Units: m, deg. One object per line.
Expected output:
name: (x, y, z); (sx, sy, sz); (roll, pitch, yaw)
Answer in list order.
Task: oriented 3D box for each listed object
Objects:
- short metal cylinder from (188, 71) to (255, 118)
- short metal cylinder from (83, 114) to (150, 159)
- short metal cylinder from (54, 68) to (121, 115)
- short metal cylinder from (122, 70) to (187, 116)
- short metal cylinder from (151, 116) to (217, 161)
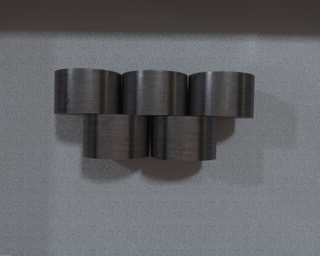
short metal cylinder: (0.074, -0.038, 0.383); (0.081, 0.080, 0.050); (2, 90, 0)
short metal cylinder: (-0.053, 0.009, 0.382); (0.081, 0.080, 0.050); (1, 90, 0)
short metal cylinder: (-0.088, -0.041, 0.381); (0.081, 0.080, 0.050); (1, 90, 0)
short metal cylinder: (-0.007, -0.039, 0.382); (0.081, 0.080, 0.050); (1, 90, 0)
short metal cylinder: (0.029, 0.011, 0.382); (0.081, 0.080, 0.050); (1, 90, 0)
